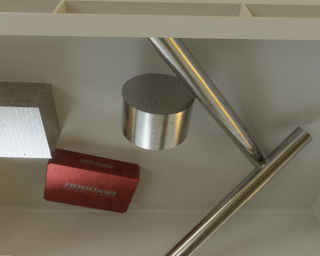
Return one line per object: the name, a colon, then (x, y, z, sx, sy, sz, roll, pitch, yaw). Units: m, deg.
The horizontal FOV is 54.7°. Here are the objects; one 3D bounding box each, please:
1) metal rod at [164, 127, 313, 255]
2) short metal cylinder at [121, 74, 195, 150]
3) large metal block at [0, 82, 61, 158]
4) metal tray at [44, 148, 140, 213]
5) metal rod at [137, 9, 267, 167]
metal rod: (0.089, 0.113, 0.426, 0.300, 0.025, 0.025, -45, 120, 5)
short metal cylinder: (-0.004, -0.020, 0.356, 0.081, 0.080, 0.050, 4, 130, -4)
large metal block: (-0.175, -0.009, 0.382, 0.081, 0.050, 0.079, 2, 130, -2)
metal tray: (-0.105, 0.084, 0.476, 0.131, 0.030, 0.089, 13, 129, -12)
metal rod: (0.074, -0.017, 0.364, 0.025, 0.025, 0.300, -28, 135, 21)
